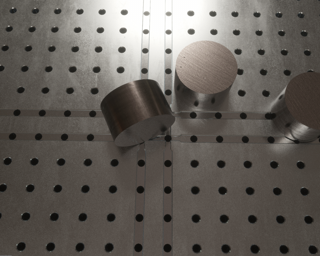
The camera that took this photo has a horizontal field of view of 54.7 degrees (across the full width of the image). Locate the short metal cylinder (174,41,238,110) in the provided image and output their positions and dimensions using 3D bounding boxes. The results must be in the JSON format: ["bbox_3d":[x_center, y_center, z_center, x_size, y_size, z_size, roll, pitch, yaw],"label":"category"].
[{"bbox_3d":[0.061,-0.072,0.425,0.081,0.050,0.080,0,70,0],"label":"short metal cylinder"}]

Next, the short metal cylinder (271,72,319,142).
[{"bbox_3d":[0.197,-0.027,0.411,0.081,0.050,0.080,0,70,0],"label":"short metal cylinder"}]

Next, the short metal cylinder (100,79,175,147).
[{"bbox_3d":[-0.028,-0.017,0.389,0.080,0.080,0.050,-22,72,-8],"label":"short metal cylinder"}]
